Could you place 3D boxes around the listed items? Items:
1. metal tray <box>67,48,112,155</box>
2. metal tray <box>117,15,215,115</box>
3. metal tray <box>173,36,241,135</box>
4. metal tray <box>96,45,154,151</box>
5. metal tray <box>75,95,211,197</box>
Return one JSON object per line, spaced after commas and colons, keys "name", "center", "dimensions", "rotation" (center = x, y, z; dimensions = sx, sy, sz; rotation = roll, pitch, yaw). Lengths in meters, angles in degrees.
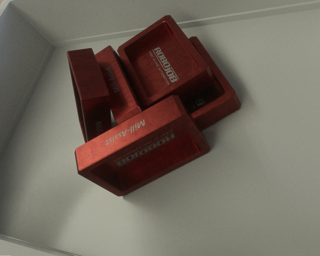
{"name": "metal tray", "center": [-0.087, -0.023, 0.396], "dimensions": [0.030, 0.129, 0.090], "rotation": [-13, 50, -17]}
{"name": "metal tray", "center": [0.003, -0.085, 0.411], "dimensions": [0.090, 0.030, 0.130], "rotation": [-32, 51, 7]}
{"name": "metal tray", "center": [0.037, -0.057, 0.416], "dimensions": [0.090, 0.030, 0.130], "rotation": [-31, 51, 10]}
{"name": "metal tray", "center": [-0.038, -0.037, 0.402], "dimensions": [0.030, 0.090, 0.130], "rotation": [-32, 52, 7]}
{"name": "metal tray", "center": [-0.017, 0.026, 0.354], "dimensions": [0.130, 0.090, 0.030], "rotation": [-29, 52, 10]}
